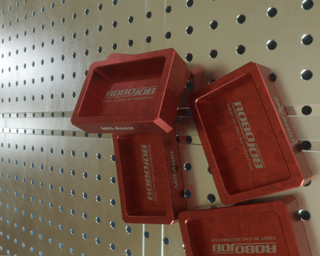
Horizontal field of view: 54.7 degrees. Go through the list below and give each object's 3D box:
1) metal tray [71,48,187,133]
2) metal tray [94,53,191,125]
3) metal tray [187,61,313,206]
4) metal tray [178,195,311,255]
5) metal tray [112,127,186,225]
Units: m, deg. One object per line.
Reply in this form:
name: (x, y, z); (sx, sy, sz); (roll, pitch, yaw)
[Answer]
metal tray: (-0.039, -0.040, 0.366); (0.130, 0.030, 0.090); (-1, 65, 34)
metal tray: (-0.034, -0.051, 0.408); (0.130, 0.030, 0.090); (14, 74, 38)
metal tray: (0.090, 0.008, 0.330); (0.090, 0.030, 0.129); (-27, 73, 36)
metal tray: (0.087, 0.127, 0.333); (0.130, 0.030, 0.090); (-19, 78, 38)
metal tray: (-0.017, 0.060, 0.417); (0.090, 0.030, 0.129); (-13, 82, 39)
